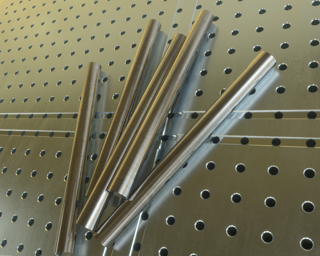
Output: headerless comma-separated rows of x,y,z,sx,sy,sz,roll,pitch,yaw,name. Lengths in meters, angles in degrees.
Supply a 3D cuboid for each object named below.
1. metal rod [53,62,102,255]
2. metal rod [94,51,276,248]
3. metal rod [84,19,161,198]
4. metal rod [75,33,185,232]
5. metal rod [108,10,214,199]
-0.114,0.024,0.451,0.025,0.025,0.299,-13,56,21,metal rod
0.034,0.022,0.376,0.300,0.025,0.025,-47,52,-5,metal rod
-0.047,-0.041,0.456,0.025,0.025,0.300,2,62,29,metal rod
-0.027,-0.010,0.416,0.025,0.025,0.300,11,63,32,metal rod
0.011,-0.047,0.415,0.025,0.025,0.300,10,62,32,metal rod
